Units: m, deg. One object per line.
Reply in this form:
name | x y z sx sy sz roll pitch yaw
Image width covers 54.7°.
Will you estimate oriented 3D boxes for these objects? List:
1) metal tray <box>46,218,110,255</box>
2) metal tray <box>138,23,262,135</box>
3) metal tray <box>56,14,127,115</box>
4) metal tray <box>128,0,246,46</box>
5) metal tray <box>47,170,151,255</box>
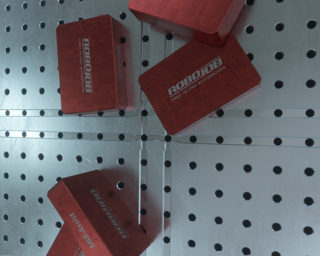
metal tray | -0.109 0.183 0.441 0.090 0.030 0.129 35 106 17
metal tray | 0.048 -0.059 0.392 0.130 0.030 0.090 -32 80 16
metal tray | -0.098 -0.087 0.443 0.090 0.030 0.129 -5 88 19
metal tray | 0.035 -0.163 0.377 0.130 0.030 0.090 27 88 27
metal tray | -0.076 0.119 0.403 0.030 0.090 0.130 -42 77 15
